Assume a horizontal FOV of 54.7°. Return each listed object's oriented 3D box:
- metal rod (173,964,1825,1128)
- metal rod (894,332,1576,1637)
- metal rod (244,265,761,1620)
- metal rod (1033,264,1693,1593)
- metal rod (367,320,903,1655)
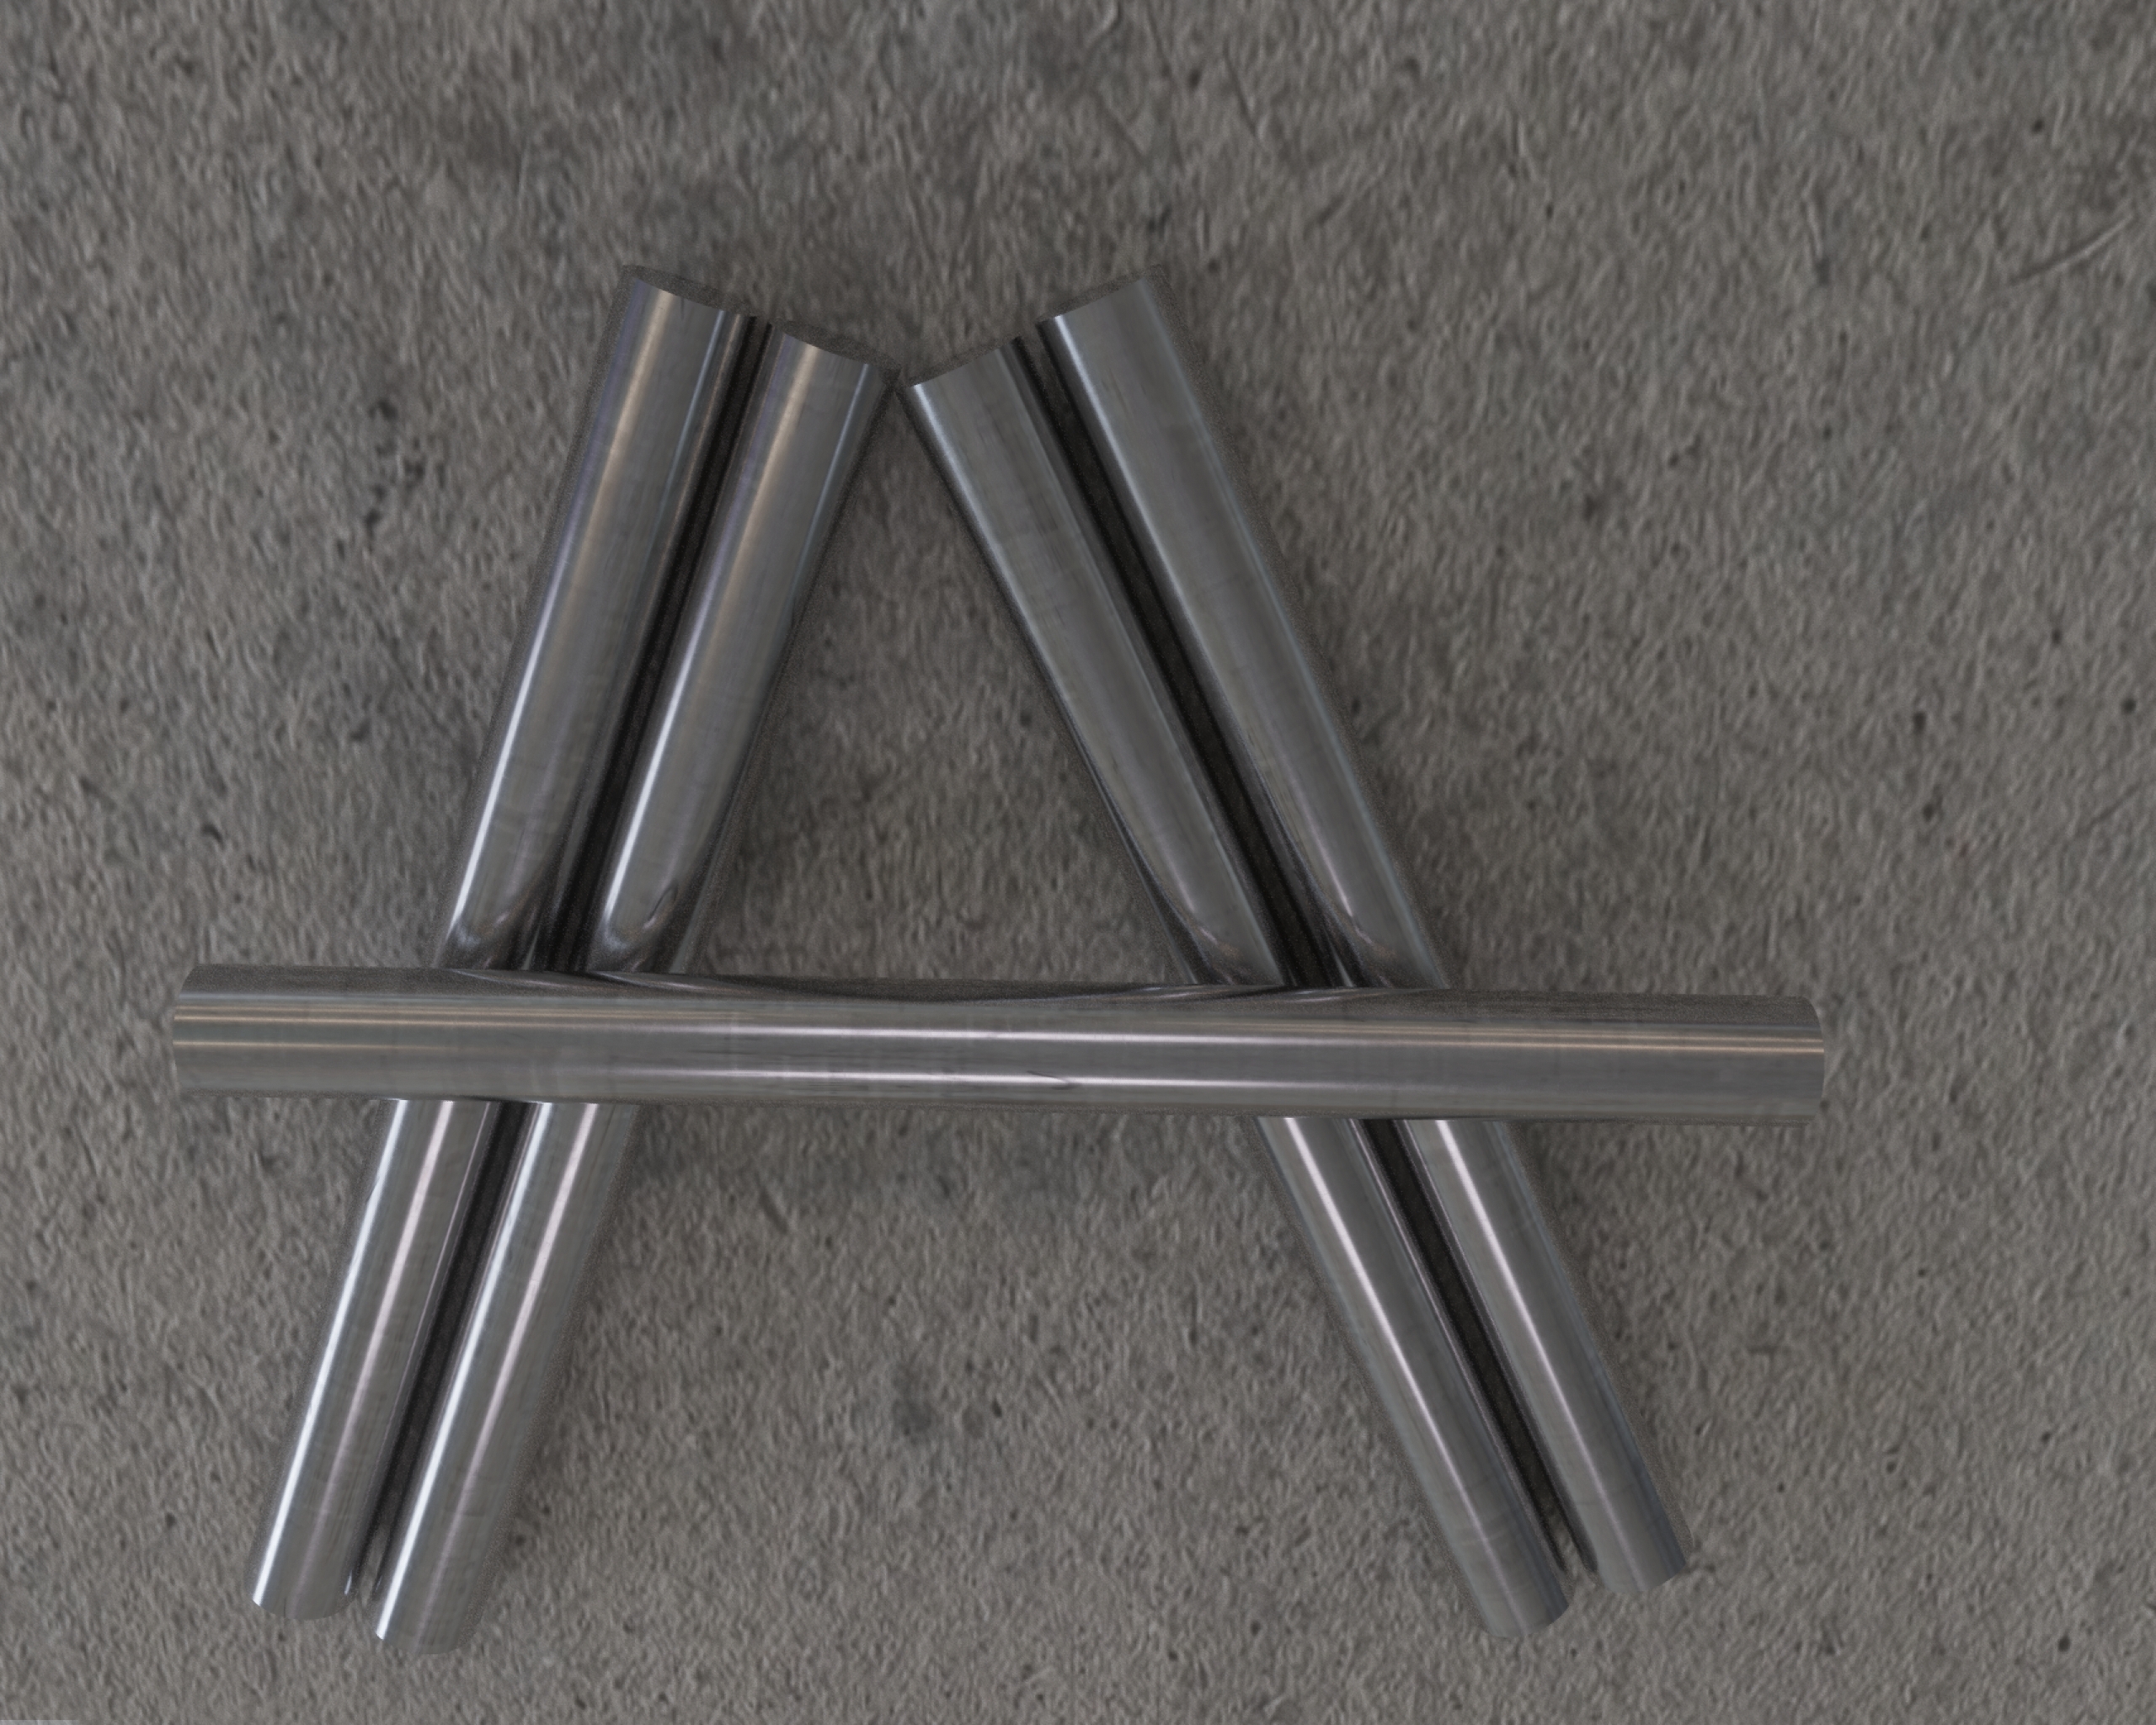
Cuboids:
[{"bbox_3d":[-0.014,0.035,0.394,0.302,0.025,0.025,1,110,-1],"label":"metal rod"},{"bbox_3d":[0.039,0.038,0.423,0.025,0.025,0.299,-23,109,8],"label":"metal rod"},{"bbox_3d":[-0.121,0.029,0.419,0.025,0.025,0.298,19,109,-7],"label":"metal rod"},{"bbox_3d":[0.064,0.026,0.419,0.025,0.025,0.299,-23,109,8],"label":"metal rod"},{"bbox_3d":[-0.095,0.038,0.422,0.025,0.025,0.298,19,109,-7],"label":"metal rod"}]
